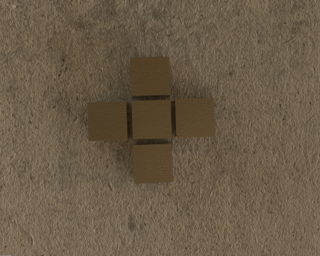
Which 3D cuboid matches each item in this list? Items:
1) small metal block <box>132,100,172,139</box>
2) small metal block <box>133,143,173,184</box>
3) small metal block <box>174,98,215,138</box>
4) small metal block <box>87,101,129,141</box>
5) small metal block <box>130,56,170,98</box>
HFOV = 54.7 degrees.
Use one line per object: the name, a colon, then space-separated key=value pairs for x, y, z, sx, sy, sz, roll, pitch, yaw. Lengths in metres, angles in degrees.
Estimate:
small metal block: x=-0.011 y=-0.011 z=0.411 sx=0.050 sy=0.025 sz=0.050 roll=-2 pitch=90 yaw=-1
small metal block: x=-0.009 y=0.046 z=0.411 sx=0.050 sy=0.025 sz=0.050 roll=-2 pitch=90 yaw=-1
small metal block: x=0.045 y=-0.013 z=0.412 sx=0.050 sy=0.025 sz=0.050 roll=-2 pitch=90 yaw=-1
small metal block: x=-0.068 y=-0.009 z=0.410 sx=0.050 sy=0.025 sz=0.050 roll=-2 pitch=90 yaw=-1
small metal block: x=-0.013 y=-0.067 z=0.411 sx=0.050 sy=0.025 sz=0.050 roll=-2 pitch=90 yaw=-1
